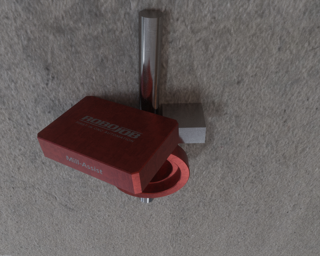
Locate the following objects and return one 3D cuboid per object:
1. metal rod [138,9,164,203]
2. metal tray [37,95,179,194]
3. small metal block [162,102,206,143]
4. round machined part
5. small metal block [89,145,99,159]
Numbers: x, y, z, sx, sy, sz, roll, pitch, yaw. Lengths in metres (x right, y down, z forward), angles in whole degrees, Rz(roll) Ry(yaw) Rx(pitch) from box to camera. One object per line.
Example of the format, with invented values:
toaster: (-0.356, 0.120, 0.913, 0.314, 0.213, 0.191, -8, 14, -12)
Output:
metal rod: (-0.015, -0.002, 0.407, 0.025, 0.025, 0.298, 2, 130, -2)
metal tray: (-0.056, 0.012, 0.345, 0.130, 0.090, 0.030, 17, 133, 24)
small metal block: (0.029, -0.007, 0.387, 0.050, 0.050, 0.025, -1, 130, 0)
round machined part: (-0.013, 0.046, 0.400, 0.099, 0.042, 0.097, -2, 134, -2)
small metal block: (-0.073, 0.016, 0.405, 0.050, 0.050, 0.025, -15, 129, 12)
